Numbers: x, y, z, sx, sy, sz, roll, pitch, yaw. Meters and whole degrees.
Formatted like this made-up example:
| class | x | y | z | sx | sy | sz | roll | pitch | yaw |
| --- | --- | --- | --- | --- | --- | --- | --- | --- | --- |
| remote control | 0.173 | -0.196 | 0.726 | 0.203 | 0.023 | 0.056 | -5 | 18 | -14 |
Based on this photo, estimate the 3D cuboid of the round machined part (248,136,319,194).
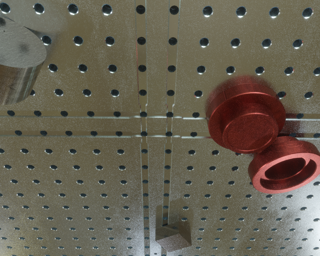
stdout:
| class | x | y | z | sx | sy | sz | roll | pitch | yaw |
| --- | --- | --- | --- | --- | --- | --- | --- | --- | --- |
| round machined part | 0.172 | 0.049 | 0.437 | 0.099 | 0.042 | 0.097 | -5 | 137 | -5 |

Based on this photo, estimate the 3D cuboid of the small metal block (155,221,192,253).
| class | x | y | z | sx | sy | sz | roll | pitch | yaw |
| --- | --- | --- | --- | --- | --- | --- | --- | --- | --- |
| small metal block | 0.026 | 0.208 | 0.589 | 0.050 | 0.025 | 0.050 | -24 | 126 | 19 |

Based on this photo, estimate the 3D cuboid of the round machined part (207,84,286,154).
| class | x | y | z | sx | sy | sz | roll | pitch | yaw |
| --- | --- | --- | --- | --- | --- | --- | --- | --- | --- |
| round machined part | 0.112 | -0.005 | 0.397 | 0.099 | 0.042 | 0.097 | 0 | 130 | 0 |

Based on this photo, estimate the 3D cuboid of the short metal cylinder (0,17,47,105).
| class | x | y | z | sx | sy | sz | roll | pitch | yaw |
| --- | --- | --- | --- | --- | --- | --- | --- | --- | --- |
| short metal cylinder | -0.164 | -0.070 | 0.315 | 0.080 | 0.080 | 0.050 | 25 | 126 | -20 |
